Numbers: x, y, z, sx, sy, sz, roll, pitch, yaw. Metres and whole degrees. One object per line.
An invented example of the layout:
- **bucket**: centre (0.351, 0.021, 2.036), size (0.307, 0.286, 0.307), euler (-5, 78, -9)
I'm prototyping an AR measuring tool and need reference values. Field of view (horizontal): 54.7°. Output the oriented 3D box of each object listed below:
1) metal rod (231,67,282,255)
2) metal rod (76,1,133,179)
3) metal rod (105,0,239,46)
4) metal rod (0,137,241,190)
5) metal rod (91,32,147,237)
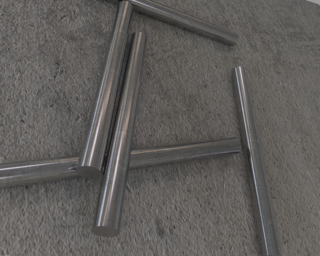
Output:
- **metal rod**: centre (0.137, 0.030, 0.458), size (0.025, 0.025, 0.299), euler (13, 56, -21)
- **metal rod**: centre (-0.062, -0.073, 0.397), size (0.025, 0.025, 0.300), euler (18, 49, -18)
- **metal rod**: centre (0.002, -0.196, 0.523), size (0.302, 0.025, 0.025), euler (13, 57, -21)
- **metal rod**: centre (-0.023, 0.036, 0.369), size (0.303, 0.025, 0.025), euler (-5, 64, -30)
- **metal rod**: centre (-0.040, -0.022, 0.371), size (0.025, 0.025, 0.300), euler (19, 47, -17)
